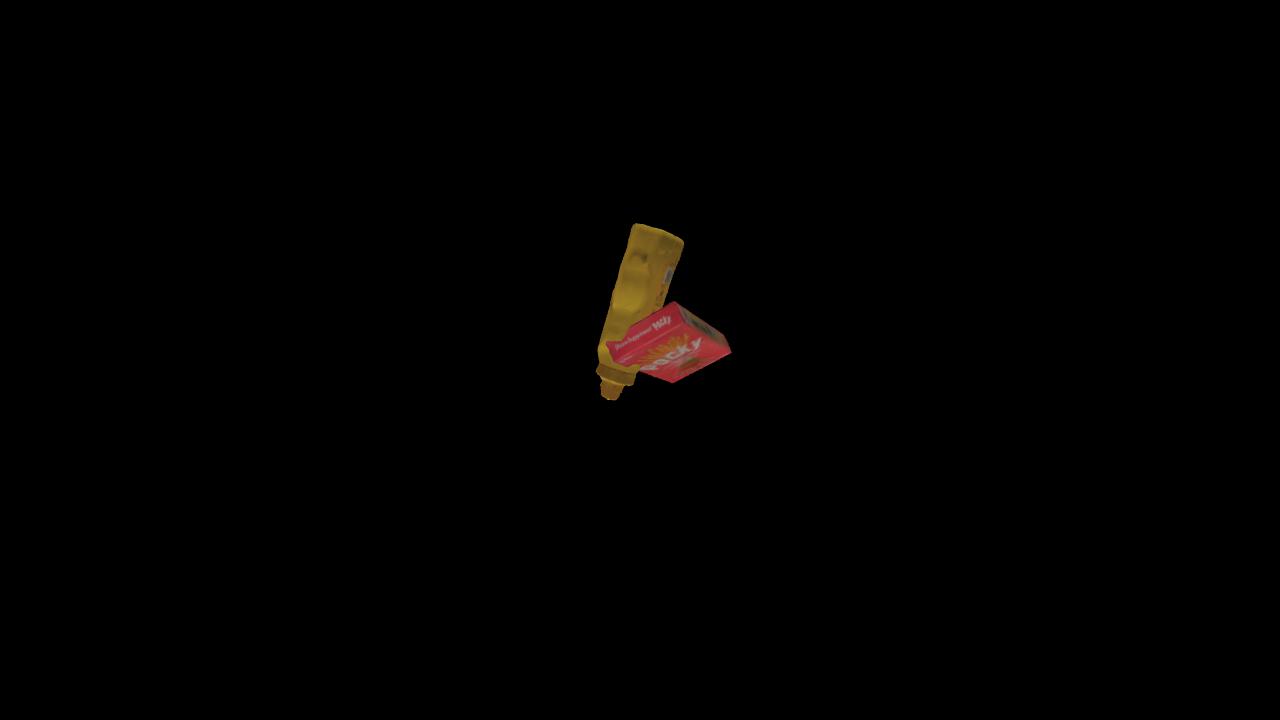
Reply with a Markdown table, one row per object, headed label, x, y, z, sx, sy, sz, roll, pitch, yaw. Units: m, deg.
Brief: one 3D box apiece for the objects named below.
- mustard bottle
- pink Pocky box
| label | x | y | z | sx | sy | sz | roll | pitch | yaw |
| --- | --- | --- | --- | --- | --- | --- | --- | --- | --- |
| mustard bottle | -0.006 | -0.045 | 0.643 | 0.054 | 0.184 | 0.092 | 18 | 8 | 8 |
| pink Pocky box | 0.036 | -0.014 | 0.663 | 0.084 | 0.029 | 0.155 | -29 | -21 | 18 |
